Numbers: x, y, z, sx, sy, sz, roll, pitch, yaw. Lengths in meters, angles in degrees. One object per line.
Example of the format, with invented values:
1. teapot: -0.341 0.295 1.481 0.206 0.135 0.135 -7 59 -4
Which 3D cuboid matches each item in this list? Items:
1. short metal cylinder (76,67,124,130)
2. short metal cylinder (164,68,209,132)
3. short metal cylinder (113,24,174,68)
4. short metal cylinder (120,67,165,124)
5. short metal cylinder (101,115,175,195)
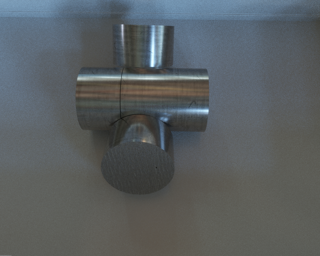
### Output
1. short metal cylinder: -0.070 -0.037 0.392 0.050 0.080 0.080 1 70 1
2. short metal cylinder: 0.031 -0.035 0.392 0.050 0.080 0.080 1 70 1
3. short metal cylinder: -0.022 -0.110 0.411 0.080 0.080 0.050 2 108 0
4. short metal cylinder: -0.019 -0.036 0.391 0.050 0.080 0.080 1 70 1
5. short metal cylinder: -0.024 0.031 0.359 0.081 0.079 0.050 0 36 0
